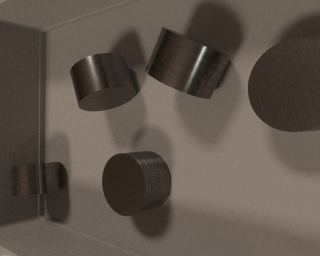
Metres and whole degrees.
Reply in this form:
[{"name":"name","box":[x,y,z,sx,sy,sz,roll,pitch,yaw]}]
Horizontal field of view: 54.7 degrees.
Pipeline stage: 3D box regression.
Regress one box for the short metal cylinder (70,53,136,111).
[{"name":"short metal cylinder","box":[-0.079,-0.062,0.434,0.080,0.081,0.050,-27,73,36]}]

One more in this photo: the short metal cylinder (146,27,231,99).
[{"name":"short metal cylinder","box":[0.030,-0.073,0.344,0.080,0.081,0.050,36,112,34]}]

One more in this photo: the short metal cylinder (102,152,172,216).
[{"name":"short metal cylinder","box":[-0.032,0.072,0.415,0.080,0.050,0.079,0,90,39]}]

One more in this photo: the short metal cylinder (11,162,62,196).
[{"name":"short metal cylinder","box":[-0.218,0.089,0.547,0.080,0.081,0.050,-9,85,39]}]

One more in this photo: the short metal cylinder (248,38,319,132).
[{"name":"short metal cylinder","box":[0.129,-0.036,0.283,0.080,0.050,0.079,0,90,39]}]
